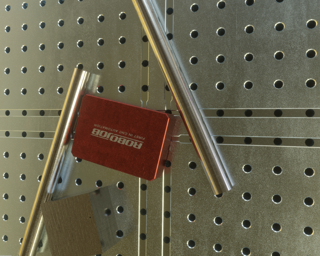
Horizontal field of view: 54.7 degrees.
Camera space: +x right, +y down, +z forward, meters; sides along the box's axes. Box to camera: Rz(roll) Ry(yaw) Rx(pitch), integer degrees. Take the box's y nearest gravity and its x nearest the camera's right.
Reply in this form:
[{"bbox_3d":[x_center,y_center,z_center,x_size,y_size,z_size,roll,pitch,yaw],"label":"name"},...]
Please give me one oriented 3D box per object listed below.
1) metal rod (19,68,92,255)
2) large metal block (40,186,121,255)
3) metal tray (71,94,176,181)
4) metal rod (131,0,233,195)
[{"bbox_3d":[-0.159,0.057,0.467,0.025,0.025,0.298,21,97,18],"label":"metal rod"},{"bbox_3d":[-0.111,0.133,0.437,0.080,0.050,0.080,-16,85,19],"label":"large metal block"},{"bbox_3d":[-0.052,0.011,0.427,0.130,0.030,0.089,15,95,19],"label":"metal tray"},{"bbox_3d":[0.022,-0.059,0.404,0.025,0.025,0.299,-25,82,18],"label":"metal rod"}]
